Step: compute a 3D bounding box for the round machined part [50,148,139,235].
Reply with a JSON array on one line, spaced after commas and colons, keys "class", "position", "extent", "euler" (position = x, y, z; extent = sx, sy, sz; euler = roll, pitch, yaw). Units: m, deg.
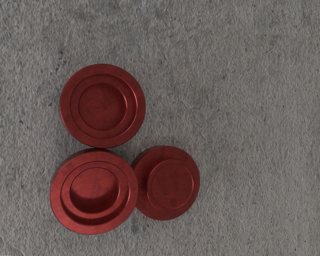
[{"class": "round machined part", "position": [-0.078, 0.071, 0.366], "extent": [0.099, 0.042, 0.097], "euler": [-3, 99, -18]}]

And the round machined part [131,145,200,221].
[{"class": "round machined part", "position": [0.009, 0.072, 0.403], "extent": [0.099, 0.042, 0.097], "euler": [0, 90, -20]}]

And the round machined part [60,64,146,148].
[{"class": "round machined part", "position": [-0.070, -0.025, 0.374], "extent": [0.099, 0.042, 0.097], "euler": [0, 90, -20]}]
